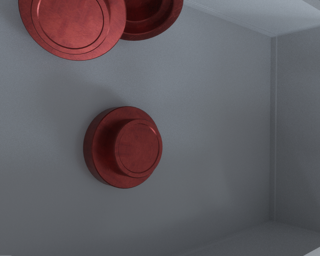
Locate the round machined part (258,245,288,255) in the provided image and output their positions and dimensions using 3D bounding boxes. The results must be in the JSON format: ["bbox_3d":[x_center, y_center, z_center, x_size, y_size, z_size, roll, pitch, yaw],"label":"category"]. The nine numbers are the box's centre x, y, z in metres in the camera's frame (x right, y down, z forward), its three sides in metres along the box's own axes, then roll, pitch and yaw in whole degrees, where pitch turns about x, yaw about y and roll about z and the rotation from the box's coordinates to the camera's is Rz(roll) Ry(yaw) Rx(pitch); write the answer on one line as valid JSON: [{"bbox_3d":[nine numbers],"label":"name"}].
[{"bbox_3d":[0.221,0.276,0.584,0.099,0.042,0.097,0,90,-40],"label":"round machined part"}]

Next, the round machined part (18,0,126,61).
[{"bbox_3d":[-0.081,-0.109,0.291,0.099,0.042,0.097,-4,125,-6],"label":"round machined part"}]

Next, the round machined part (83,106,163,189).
[{"bbox_3d":[-0.036,0.023,0.365,0.099,0.042,0.097,0,90,-40],"label":"round machined part"}]

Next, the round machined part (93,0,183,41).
[{"bbox_3d":[-0.027,-0.148,0.345,0.099,0.098,0.042,12,53,-40],"label":"round machined part"}]
